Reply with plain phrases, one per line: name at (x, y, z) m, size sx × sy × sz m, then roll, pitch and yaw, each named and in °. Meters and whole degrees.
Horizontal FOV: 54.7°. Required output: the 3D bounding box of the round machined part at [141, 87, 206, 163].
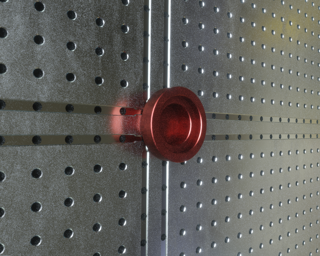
round machined part at (0.014, -0.004, 0.412) m, size 0.099 × 0.042 × 0.097 m, roll 0°, pitch 90°, yaw -40°
